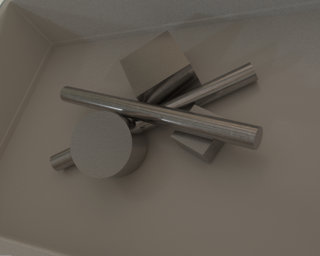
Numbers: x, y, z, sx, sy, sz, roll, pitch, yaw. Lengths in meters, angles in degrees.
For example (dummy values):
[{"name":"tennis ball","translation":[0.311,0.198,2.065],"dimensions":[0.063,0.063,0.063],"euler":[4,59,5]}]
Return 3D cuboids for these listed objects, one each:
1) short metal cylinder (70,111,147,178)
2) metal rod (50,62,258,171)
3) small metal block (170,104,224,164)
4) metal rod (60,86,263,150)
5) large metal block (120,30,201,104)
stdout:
[{"name":"short metal cylinder","translation":[-0.063,0.022,0.388],"dimensions":[0.080,0.050,0.080],"euler":[-2,83,16]},{"name":"metal rod","translation":[-0.017,-0.010,0.417],"dimensions":[0.301,0.025,0.025],"euler":[-24,53,12]},{"name":"small metal block","translation":[0.050,0.006,0.370],"dimensions":[0.050,0.025,0.050],"euler":[30,78,37]},{"name":"metal rod","translation":[-0.022,-0.021,0.395],"dimensions":[0.300,0.025,0.025],"euler":[15,69,33]},{"name":"large metal block","translation":[0.000,-0.076,0.432],"dimensions":[0.080,0.050,0.080],"euler":[-31,52,8]}]
